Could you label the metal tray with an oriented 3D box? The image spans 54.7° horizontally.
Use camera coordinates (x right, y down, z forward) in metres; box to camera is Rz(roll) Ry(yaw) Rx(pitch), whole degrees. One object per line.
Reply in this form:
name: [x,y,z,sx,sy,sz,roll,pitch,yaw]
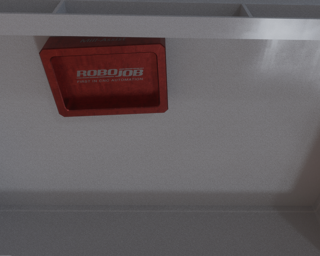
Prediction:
metal tray: [-0.058,-0.059,0.354,0.131,0.030,0.089,-2,130,1]
